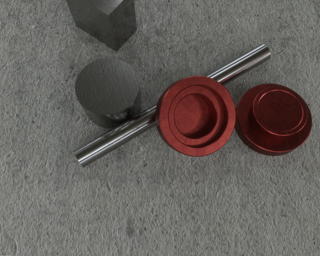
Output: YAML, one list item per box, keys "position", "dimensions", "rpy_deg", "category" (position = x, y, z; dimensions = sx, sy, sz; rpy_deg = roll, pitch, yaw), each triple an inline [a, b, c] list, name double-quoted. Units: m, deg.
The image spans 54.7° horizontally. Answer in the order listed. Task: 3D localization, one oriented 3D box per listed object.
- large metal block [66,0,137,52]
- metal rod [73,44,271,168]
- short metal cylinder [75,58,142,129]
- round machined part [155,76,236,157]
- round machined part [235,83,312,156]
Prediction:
- position: [-0.082, -0.168, 0.440]
  dimensions: [0.080, 0.080, 0.050]
  rpy_deg: [34, 74, 11]
  category: "large metal block"
- position: [0.024, -0.035, 0.421]
  dimensions: [0.301, 0.025, 0.025]
  rpy_deg: [-30, 73, -11]
  category: "metal rod"
- position: [-0.066, -0.045, 0.411]
  dimensions: [0.081, 0.050, 0.080]
  rpy_deg: [0, 70, 0]
  category: "short metal cylinder"
- position: [0.042, -0.015, 0.391]
  dimensions: [0.099, 0.042, 0.097]
  rpy_deg: [-1, 94, -15]
  category: "round machined part"
- position: [0.151, -0.016, 0.406]
  dimensions: [0.099, 0.042, 0.098]
  rpy_deg: [0, 70, 0]
  category: "round machined part"
